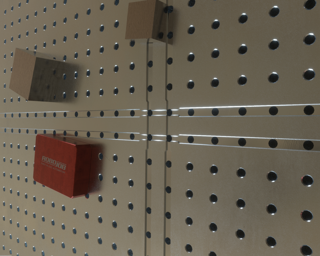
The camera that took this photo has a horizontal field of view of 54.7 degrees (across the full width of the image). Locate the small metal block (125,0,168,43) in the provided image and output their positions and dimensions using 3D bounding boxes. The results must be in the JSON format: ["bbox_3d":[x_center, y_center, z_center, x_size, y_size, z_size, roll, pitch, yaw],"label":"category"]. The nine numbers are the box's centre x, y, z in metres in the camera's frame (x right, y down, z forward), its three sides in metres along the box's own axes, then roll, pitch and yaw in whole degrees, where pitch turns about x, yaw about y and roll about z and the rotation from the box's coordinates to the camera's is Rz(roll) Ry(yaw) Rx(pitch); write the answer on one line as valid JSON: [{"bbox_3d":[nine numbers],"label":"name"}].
[{"bbox_3d":[-0.019,-0.145,0.425,0.050,0.025,0.050,12,97,39],"label":"small metal block"}]

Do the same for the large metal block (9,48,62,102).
[{"bbox_3d":[-0.239,-0.101,0.591,0.080,0.050,0.079,26,107,37],"label":"large metal block"}]

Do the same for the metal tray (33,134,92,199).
[{"bbox_3d":[-0.177,0.063,0.553,0.130,0.030,0.089,10,97,39],"label":"metal tray"}]
